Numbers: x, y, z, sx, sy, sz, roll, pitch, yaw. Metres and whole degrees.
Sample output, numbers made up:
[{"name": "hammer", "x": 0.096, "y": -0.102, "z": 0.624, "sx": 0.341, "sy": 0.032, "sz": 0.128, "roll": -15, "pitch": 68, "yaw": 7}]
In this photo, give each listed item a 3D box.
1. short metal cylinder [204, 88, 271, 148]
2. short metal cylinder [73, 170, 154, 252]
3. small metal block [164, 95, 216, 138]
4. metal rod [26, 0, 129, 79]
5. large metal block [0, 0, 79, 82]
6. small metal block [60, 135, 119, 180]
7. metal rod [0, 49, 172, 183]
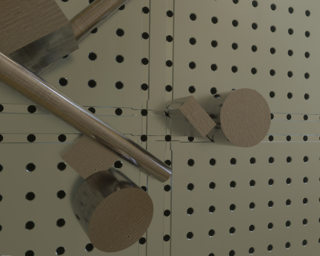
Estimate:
[{"name": "short metal cylinder", "x": 0.107, "y": -0.014, "z": 0.439, "sx": 0.081, "sy": 0.050, "sz": 0.080, "roll": 0, "pitch": 90, "yaw": -20}, {"name": "short metal cylinder", "x": -0.055, "y": 0.096, "z": 0.365, "sx": 0.081, "sy": 0.050, "sz": 0.079, "roll": -12, "pitch": 113, "yaw": -31}, {"name": "small metal block", "x": 0.039, "y": -0.014, "z": 0.414, "sx": 0.025, "sy": 0.050, "sz": 0.050, "roll": -45, "pitch": 104, "yaw": -14}, {"name": "metal rod", "x": -0.054, "y": -0.167, "z": 0.392, "sx": 0.301, "sy": 0.025, "sz": 0.025, "roll": -45, "pitch": 104, "yaw": -14}, {"name": "large metal block", "x": -0.146, "y": -0.109, "z": 0.328, "sx": 0.080, "sy": 0.050, "sz": 0.080, "roll": -33, "pitch": 80, "yaw": -12}, {"name": "small metal block", "x": -0.085, "y": 0.034, "z": 0.381, "sx": 0.050, "sy": 0.025, "sz": 0.050, "roll": -46, "pitch": 105, "yaw": -14}, {"name": "metal rod", "x": -0.090, "y": -0.014, "z": 0.329, "sx": 0.301, "sy": 0.025, "sz": 0.025, "roll": 38, "pitch": 77, "yaw": -35}]
